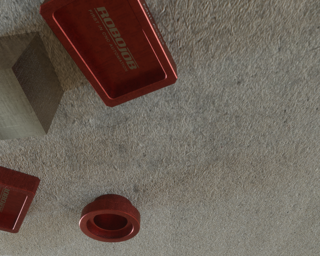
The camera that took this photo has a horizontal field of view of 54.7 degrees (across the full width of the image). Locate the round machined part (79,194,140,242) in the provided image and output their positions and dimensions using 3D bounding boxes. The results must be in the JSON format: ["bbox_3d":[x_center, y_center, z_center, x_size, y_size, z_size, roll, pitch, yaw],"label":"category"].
[{"bbox_3d":[-0.082,0.148,0.521,0.099,0.042,0.097,-1,130,0],"label":"round machined part"}]

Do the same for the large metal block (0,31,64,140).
[{"bbox_3d":[-0.150,-0.046,0.330,0.050,0.080,0.080,-7,130,5],"label":"large metal block"}]

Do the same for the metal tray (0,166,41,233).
[{"bbox_3d":[-0.257,0.116,0.498,0.091,0.030,0.129,22,127,-18],"label":"metal tray"}]

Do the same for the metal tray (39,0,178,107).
[{"bbox_3d":[-0.047,-0.090,0.325,0.090,0.030,0.130,-20,128,15],"label":"metal tray"}]
